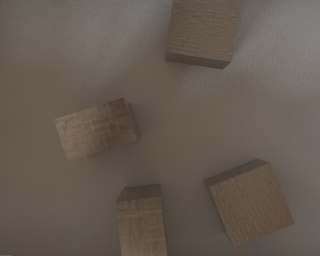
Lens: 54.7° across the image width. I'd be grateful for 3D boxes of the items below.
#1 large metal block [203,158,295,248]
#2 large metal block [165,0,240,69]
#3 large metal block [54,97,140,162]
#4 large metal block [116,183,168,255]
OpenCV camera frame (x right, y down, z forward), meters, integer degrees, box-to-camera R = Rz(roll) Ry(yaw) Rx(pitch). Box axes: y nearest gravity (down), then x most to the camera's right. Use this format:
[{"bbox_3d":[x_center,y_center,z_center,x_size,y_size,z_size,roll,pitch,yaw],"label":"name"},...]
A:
[{"bbox_3d":[0.111,0.094,0.400,0.080,0.050,0.080,-22,90,0],"label":"large metal block"},{"bbox_3d":[0.052,-0.125,0.399,0.080,0.050,0.080,8,90,0],"label":"large metal block"},{"bbox_3d":[-0.072,0.002,0.383,0.080,0.080,0.050,-18,90,0],"label":"large metal block"},{"bbox_3d":[-0.020,0.119,0.384,0.050,0.080,0.080,-7,90,0],"label":"large metal block"}]
